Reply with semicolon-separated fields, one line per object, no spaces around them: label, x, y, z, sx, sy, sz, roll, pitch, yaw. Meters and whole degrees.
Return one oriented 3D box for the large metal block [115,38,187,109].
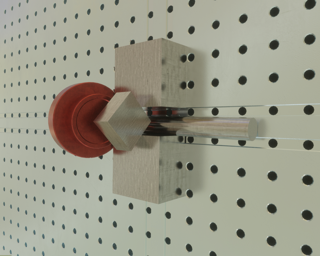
large metal block;-0.013;-0.066;0.404;0.080;0.050;0.079;1;91;40

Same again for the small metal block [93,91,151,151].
small metal block;-0.044;-0.008;0.372;0.025;0.050;0.050;1;47;40

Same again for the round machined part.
round machined part;-0.087;-0.010;0.396;0.042;0.099;0.097;7;95;54

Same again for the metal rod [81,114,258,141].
metal rod;-0.017;-0.004;0.423;0.300;0.025;0.025;3;92;40

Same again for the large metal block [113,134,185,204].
large metal block;-0.016;0.048;0.406;0.080;0.050;0.079;2;91;40
